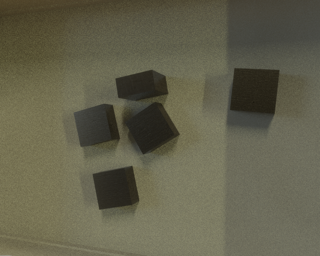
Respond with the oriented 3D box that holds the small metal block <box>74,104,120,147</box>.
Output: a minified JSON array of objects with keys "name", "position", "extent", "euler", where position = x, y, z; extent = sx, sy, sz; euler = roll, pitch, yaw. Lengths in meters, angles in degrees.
[{"name":"small metal block","position":[-0.090,-0.003,0.441],"extent":[0.050,0.025,0.050],"euler":[-14,85,19]}]

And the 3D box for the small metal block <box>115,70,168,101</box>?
[{"name":"small metal block","position":[-0.022,-0.054,0.404],"extent":[0.050,0.050,0.025],"euler":[-10,87,19]}]

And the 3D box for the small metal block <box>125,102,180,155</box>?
[{"name":"small metal block","position":[-0.010,0.000,0.413],"extent":[0.050,0.025,0.050],"euler":[-33,80,16]}]

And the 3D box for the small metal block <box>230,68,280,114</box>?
[{"name":"small metal block","position":[0.113,-0.044,0.370],"extent":[0.050,0.025,0.050],"euler":[6,92,19]}]

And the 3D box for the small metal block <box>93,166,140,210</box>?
[{"name":"small metal block","position":[-0.061,0.083,0.431],"extent":[0.050,0.025,0.050],"euler":[-13,86,19]}]
